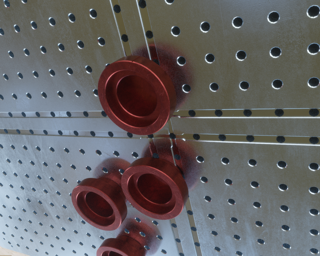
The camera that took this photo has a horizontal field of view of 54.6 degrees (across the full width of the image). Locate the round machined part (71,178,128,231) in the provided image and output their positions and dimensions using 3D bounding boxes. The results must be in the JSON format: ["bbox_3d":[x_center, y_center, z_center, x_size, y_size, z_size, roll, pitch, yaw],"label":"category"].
[{"bbox_3d":[-0.098,0.124,0.530,0.098,0.042,0.097,13,124,21],"label":"round machined part"}]

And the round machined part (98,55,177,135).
[{"bbox_3d":[-0.025,-0.043,0.387,0.098,0.042,0.097,13,124,21],"label":"round machined part"}]

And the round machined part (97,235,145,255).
[{"bbox_3d":[-0.067,0.244,0.587,0.098,0.042,0.097,13,124,21],"label":"round machined part"}]

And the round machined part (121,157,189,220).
[{"bbox_3d":[-0.004,0.083,0.454,0.098,0.042,0.097,13,124,21],"label":"round machined part"}]
